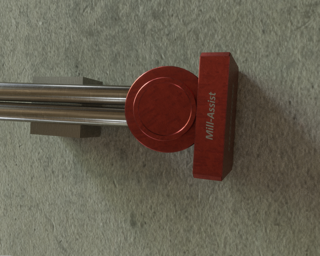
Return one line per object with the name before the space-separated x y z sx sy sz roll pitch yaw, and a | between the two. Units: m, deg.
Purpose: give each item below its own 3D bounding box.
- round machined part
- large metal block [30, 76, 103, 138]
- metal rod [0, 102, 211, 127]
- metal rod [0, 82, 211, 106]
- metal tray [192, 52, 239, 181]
round machined part | 0.008 -0.021 0.346 0.098 0.042 0.097 0 92 9
large metal block | -0.131 -0.029 0.438 0.080 0.050 0.079 4 91 19
metal rod | -0.082 -0.015 0.390 0.302 0.025 0.025 3 91 7
metal rod | -0.081 -0.042 0.389 0.302 0.025 0.025 3 91 7
metal tray | 0.066 -0.012 0.351 0.030 0.090 0.129 4 91 20
